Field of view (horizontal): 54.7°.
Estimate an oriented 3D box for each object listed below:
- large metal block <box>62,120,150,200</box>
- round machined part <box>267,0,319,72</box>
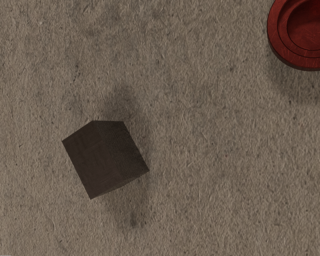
[{"bbox_3d":[-0.067,0.038,0.402,0.050,0.080,0.080,-32,80,17],"label":"large metal block"},{"bbox_3d":[0.170,-0.111,0.340,0.098,0.042,0.097,0,90,19],"label":"round machined part"}]
